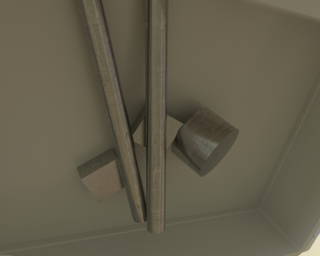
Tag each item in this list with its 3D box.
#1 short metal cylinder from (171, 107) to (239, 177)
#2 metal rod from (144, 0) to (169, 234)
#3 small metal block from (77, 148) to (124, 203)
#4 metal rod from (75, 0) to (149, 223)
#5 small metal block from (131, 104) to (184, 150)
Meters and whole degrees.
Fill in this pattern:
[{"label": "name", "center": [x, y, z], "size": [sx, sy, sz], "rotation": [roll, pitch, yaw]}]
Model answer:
[{"label": "short metal cylinder", "center": [0.061, 0.019, 0.419], "size": [0.080, 0.050, 0.080], "rotation": [-40, 155, -23]}, {"label": "metal rod", "center": [-0.004, -0.006, 0.368], "size": [0.025, 0.025, 0.298], "rotation": [-9, 111, -24]}, {"label": "small metal block", "center": [-0.073, 0.063, 0.409], "size": [0.050, 0.025, 0.050], "rotation": [-30, 129, -9]}, {"label": "metal rod", "center": [-0.048, -0.006, 0.359], "size": [0.025, 0.025, 0.298], "rotation": [-20, 120, -17]}, {"label": "small metal block", "center": [-0.006, 0.000, 0.399], "size": [0.050, 0.025, 0.050], "rotation": [28, 103, -23]}]
